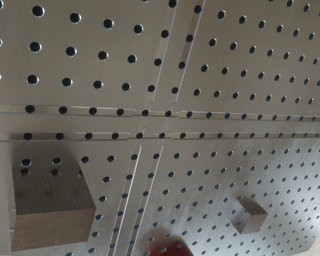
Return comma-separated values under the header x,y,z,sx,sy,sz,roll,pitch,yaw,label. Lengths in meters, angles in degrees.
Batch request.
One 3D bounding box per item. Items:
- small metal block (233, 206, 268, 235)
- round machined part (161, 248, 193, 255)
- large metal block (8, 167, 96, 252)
x,y,z,sx,sy,sz,roll,pitch,yaw,label
0.185,0.187,0.632,0.050,0.025,0.050,6,116,-32,small metal block
0.029,0.280,0.592,0.099,0.042,0.097,-14,125,-21,round machined part
-0.129,0.089,0.361,0.081,0.080,0.050,3,117,-31,large metal block
